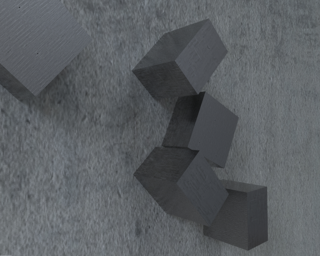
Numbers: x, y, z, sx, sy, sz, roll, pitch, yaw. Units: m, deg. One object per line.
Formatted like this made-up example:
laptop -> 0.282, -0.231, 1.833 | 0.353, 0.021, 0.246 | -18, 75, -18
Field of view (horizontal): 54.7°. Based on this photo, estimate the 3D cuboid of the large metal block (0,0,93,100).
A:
large metal block -> -0.125, -0.083, 0.284 | 0.080, 0.050, 0.080 | 50, 60, -29

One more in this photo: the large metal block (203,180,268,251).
large metal block -> 0.112, 0.126, 0.466 | 0.050, 0.080, 0.079 | -3, 92, -40

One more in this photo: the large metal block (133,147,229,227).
large metal block -> 0.027, 0.072, 0.394 | 0.050, 0.080, 0.080 | -51, 120, -28

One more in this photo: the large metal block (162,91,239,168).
large metal block -> 0.059, 0.004, 0.441 | 0.080, 0.050, 0.080 | 31, 71, -36

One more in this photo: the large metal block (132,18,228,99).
large metal block -> 0.025, -0.085, 0.392 | 0.050, 0.080, 0.080 | 51, 60, -28
